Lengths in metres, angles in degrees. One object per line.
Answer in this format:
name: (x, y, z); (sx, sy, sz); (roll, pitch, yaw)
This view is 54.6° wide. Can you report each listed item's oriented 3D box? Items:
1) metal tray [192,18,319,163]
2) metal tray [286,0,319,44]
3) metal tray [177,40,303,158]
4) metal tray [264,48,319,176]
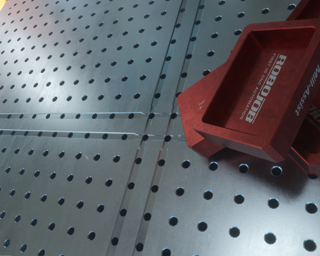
metal tray: (0.097, -0.040, 0.295); (0.090, 0.030, 0.130); (18, 75, 51)
metal tray: (0.229, -0.129, 0.363); (0.130, 0.030, 0.090); (32, 79, 38)
metal tray: (0.085, -0.035, 0.355); (0.130, 0.030, 0.090); (-34, 42, 24)
metal tray: (0.157, -0.024, 0.337); (0.090, 0.030, 0.130); (-36, 51, 4)
